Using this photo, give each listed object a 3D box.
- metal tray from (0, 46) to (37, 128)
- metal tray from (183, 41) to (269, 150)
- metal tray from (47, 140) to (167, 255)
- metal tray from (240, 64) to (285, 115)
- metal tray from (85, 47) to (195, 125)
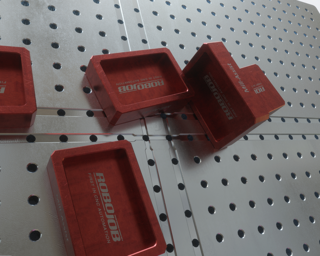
[{"bbox_3d":[-0.204,-0.045,0.322,0.131,0.030,0.090,-3,63,-30],"label":"metal tray"},{"bbox_3d":[0.083,-0.045,0.440,0.030,0.090,0.130,-17,71,-35],"label":"metal tray"},{"bbox_3d":[-0.057,0.081,0.325,0.091,0.030,0.130,-8,66,-32],"label":"metal tray"},{"bbox_3d":[0.140,-0.053,0.515,0.131,0.030,0.090,-21,73,-36],"label":"metal tray"},{"bbox_3d":[-0.025,-0.063,0.431,0.131,0.030,0.090,-17,71,-35],"label":"metal tray"}]
